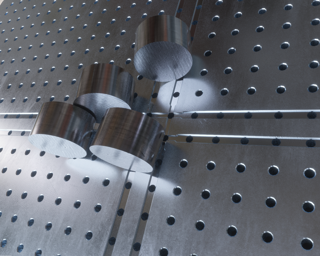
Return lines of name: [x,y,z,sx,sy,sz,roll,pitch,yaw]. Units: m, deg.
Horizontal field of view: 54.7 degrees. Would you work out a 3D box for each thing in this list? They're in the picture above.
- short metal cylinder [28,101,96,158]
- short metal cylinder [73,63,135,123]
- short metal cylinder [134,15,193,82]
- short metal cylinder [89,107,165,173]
short metal cylinder: [-0.137,0.005,0.440,0.080,0.080,0.050,-3,61,26]
short metal cylinder: [-0.078,-0.046,0.440,0.080,0.080,0.050,-10,58,22]
short metal cylinder: [0.004,-0.110,0.437,0.080,0.080,0.050,-13,57,21]
short metal cylinder: [-0.039,0.016,0.382,0.080,0.080,0.050,5,65,30]
